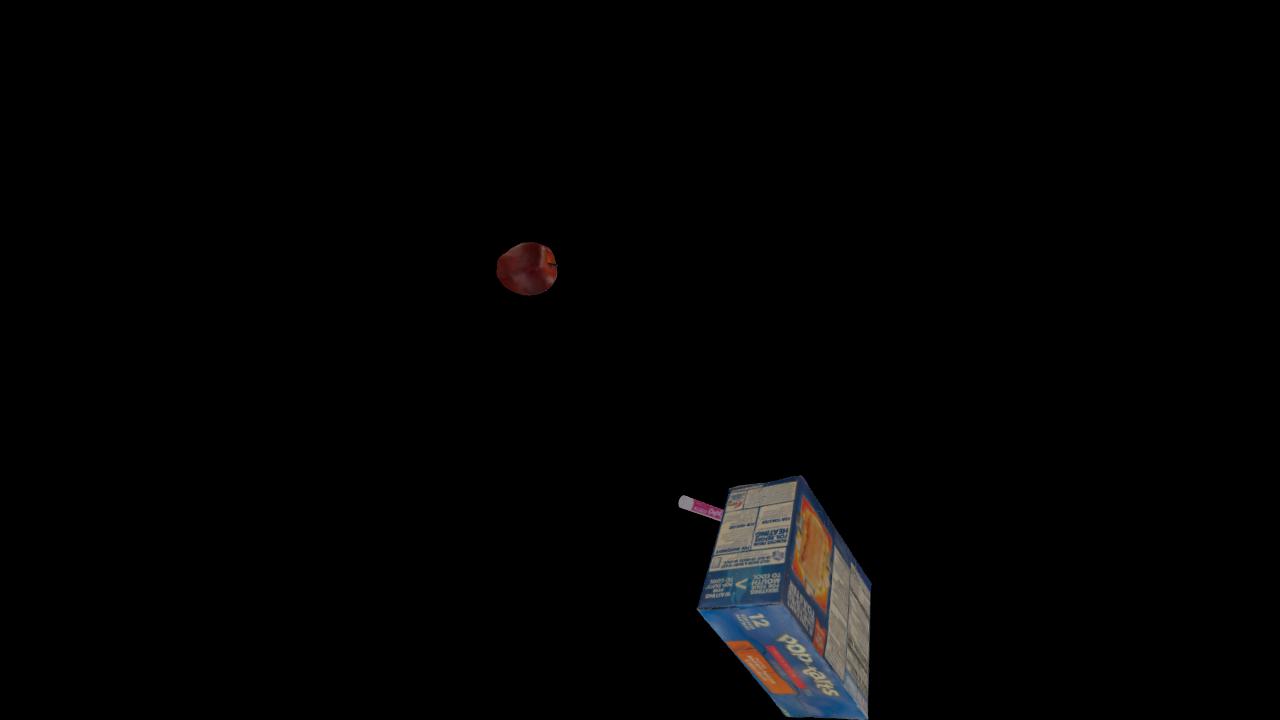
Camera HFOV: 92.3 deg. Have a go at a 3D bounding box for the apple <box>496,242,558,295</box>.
[{"bbox_3d":[-0.168,-0.136,0.923,0.093,0.079,0.079,-7,-2,15],"label":"apple"}]

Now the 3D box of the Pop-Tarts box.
[{"bbox_3d":[0.142,0.219,0.572,0.083,0.167,0.141,-21,26,33],"label":"Pop-Tarts box"}]

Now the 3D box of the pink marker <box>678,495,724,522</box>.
[{"bbox_3d":[0.111,0.226,0.907,0.121,0.020,0.020,24,-10,-22],"label":"pink marker"}]
